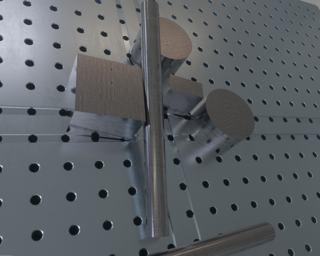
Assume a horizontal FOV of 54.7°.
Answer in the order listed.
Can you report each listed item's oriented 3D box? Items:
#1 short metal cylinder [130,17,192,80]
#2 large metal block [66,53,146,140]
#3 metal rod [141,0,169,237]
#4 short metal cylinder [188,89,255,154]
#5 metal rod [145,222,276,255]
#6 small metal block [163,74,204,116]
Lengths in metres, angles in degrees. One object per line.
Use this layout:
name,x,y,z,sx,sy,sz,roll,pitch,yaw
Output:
short metal cylinder,0.001,-0.119,0.465,0.081,0.050,0.080,14,56,-21
large metal block,-0.067,-0.036,0.378,0.081,0.050,0.080,8,58,-24
metal rod,-0.008,-0.025,0.380,0.025,0.025,0.299,6,71,-25
short metal cylinder,0.087,-0.009,0.445,0.081,0.050,0.080,14,56,-21
metal rod,0.008,0.142,0.326,0.303,0.025,0.025,-3,64,-30
small metal block,0.025,-0.045,0.433,0.050,0.050,0.025,13,57,-21
